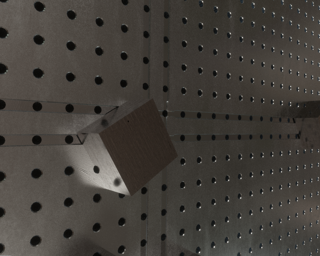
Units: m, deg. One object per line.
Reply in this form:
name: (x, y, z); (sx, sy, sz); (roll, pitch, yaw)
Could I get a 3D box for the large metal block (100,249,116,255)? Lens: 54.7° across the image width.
large metal block: (-0.049, 0.191, 0.334); (0.050, 0.080, 0.080); (52, 59, -28)

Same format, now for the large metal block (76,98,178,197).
large metal block: (-0.036, 0.020, 0.365); (0.080, 0.050, 0.080); (-37, 113, -34)

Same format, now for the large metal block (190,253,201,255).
large metal block: (0.053, 0.225, 0.421); (0.081, 0.080, 0.050); (-20, 103, -39)

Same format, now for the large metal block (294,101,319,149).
large metal block: (0.351, -0.008, 0.692); (0.080, 0.050, 0.080); (-38, 114, -34)
